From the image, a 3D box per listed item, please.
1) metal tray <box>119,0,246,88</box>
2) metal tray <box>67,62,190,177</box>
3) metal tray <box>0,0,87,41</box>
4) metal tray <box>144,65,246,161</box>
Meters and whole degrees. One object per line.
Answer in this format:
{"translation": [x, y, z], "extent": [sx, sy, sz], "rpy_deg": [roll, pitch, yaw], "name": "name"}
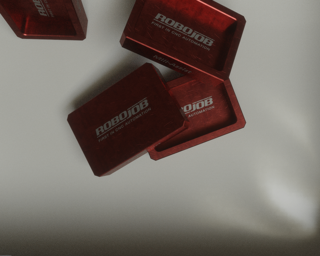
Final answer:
{"translation": [0.029, -0.115, 0.367], "extent": [0.131, 0.030, 0.090], "rpy_deg": [22, 77, -12], "name": "metal tray"}
{"translation": [-0.041, -0.009, 0.386], "extent": [0.130, 0.030, 0.090], "rpy_deg": [-32, 79, 12], "name": "metal tray"}
{"translation": [-0.142, -0.151, 0.355], "extent": [0.091, 0.130, 0.030], "rpy_deg": [1, 73, -1], "name": "metal tray"}
{"translation": [0.035, -0.021, 0.409], "extent": [0.131, 0.030, 0.090], "rpy_deg": [-21, 90, -1], "name": "metal tray"}
